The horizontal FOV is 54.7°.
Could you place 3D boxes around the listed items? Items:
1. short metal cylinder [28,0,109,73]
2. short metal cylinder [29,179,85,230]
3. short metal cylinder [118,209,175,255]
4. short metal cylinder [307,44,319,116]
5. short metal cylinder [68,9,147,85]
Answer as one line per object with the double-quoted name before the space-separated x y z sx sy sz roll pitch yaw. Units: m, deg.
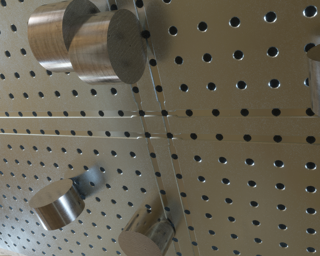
"short metal cylinder" -0.104 -0.106 0.363 0.050 0.080 0.079 3 120 27
"short metal cylinder" -0.182 0.135 0.552 0.080 0.080 0.050 -9 114 31
"short metal cylinder" -0.022 0.184 0.519 0.080 0.050 0.079 13 124 20
"short metal cylinder" 0.169 -0.044 0.259 0.080 0.080 0.050 -2 117 29
"short metal cylinder" -0.056 -0.089 0.349 0.050 0.080 0.079 2 120 27
